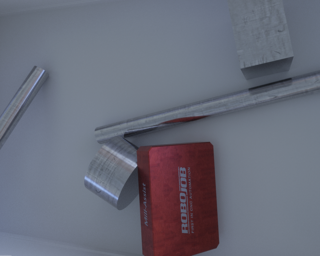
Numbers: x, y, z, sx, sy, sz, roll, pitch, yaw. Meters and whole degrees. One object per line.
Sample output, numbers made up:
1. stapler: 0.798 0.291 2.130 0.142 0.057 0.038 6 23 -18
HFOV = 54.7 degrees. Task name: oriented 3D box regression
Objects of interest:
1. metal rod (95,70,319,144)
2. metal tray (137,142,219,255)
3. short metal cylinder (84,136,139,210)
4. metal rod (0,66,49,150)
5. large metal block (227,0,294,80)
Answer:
1. metal rod: 0.053 -0.022 0.391 0.301 0.025 0.025 -13 86 19
2. metal tray: 0.023 0.084 0.368 0.030 0.091 0.129 -5 88 60
3. short metal cylinder: -0.050 0.057 0.398 0.050 0.080 0.080 29 99 17
4. metal rod: -0.247 0.041 0.435 0.025 0.025 0.300 22 74 18
5. large metal block: 0.111 -0.103 0.342 0.050 0.080 0.080 -11 87 19
